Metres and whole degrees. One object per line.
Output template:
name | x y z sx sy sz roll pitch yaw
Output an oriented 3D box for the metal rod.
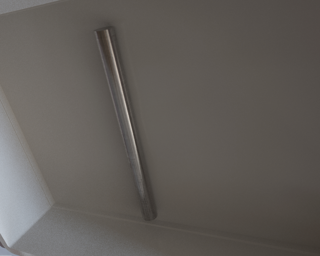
metal rod | -0.042 0.012 0.438 0.025 0.025 0.298 4 120 26
